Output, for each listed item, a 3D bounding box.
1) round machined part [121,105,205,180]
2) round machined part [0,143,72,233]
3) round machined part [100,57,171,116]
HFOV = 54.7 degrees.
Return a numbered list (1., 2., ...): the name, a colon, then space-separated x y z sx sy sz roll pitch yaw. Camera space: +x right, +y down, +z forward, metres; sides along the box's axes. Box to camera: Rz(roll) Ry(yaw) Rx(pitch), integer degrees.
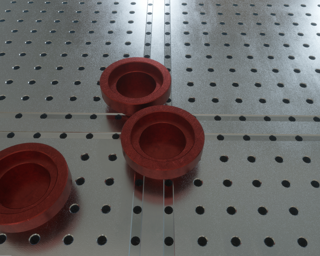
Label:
1. round machined part: 0.003 0.021 0.379 0.099 0.042 0.098 0 50 0
2. round machined part: -0.146 0.067 0.338 0.099 0.042 0.098 0 50 0
3. round machined part: -0.034 -0.054 0.442 0.099 0.042 0.098 0 50 0
